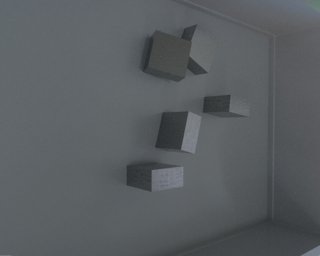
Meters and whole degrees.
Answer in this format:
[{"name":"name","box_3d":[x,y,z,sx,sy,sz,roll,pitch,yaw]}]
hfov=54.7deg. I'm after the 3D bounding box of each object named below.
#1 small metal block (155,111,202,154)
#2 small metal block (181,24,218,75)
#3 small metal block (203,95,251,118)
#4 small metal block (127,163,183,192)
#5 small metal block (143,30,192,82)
[{"name":"small metal block","box_3d":[0.024,0.006,0.413,0.025,0.050,0.050,20,77,-39]},{"name":"small metal block","box_3d":[0.053,-0.113,0.454,0.050,0.025,0.050,33,70,-36]},{"name":"small metal block","box_3d":[0.103,-0.033,0.480,0.050,0.050,0.025,10,84,-40]},{"name":"small metal block","box_3d":[-0.006,0.060,0.387,0.050,0.050,0.025,0,91,-40]},{"name":"small metal block","box_3d":[0.010,-0.093,0.405,0.050,0.025,0.050,14,81,-16]}]
